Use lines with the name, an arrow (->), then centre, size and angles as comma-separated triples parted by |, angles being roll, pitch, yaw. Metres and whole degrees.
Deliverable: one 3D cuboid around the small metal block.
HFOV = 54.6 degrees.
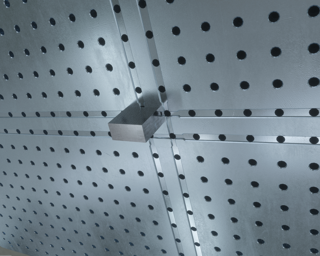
small metal block -> -0.031, -0.006, 0.409 | 0.050, 0.050, 0.025 | 3, 120, 27
